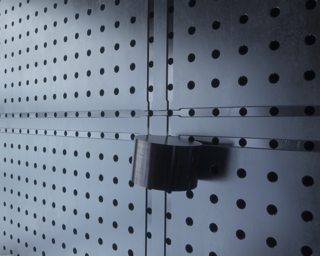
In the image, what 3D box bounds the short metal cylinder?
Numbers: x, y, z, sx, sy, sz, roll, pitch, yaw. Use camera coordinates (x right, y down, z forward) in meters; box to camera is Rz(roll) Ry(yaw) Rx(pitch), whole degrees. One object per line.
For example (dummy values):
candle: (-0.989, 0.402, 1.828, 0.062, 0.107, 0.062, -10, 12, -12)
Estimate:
short metal cylinder: (0.007, 0.039, 0.369, 0.080, 0.081, 0.050, 10, 97, 39)
